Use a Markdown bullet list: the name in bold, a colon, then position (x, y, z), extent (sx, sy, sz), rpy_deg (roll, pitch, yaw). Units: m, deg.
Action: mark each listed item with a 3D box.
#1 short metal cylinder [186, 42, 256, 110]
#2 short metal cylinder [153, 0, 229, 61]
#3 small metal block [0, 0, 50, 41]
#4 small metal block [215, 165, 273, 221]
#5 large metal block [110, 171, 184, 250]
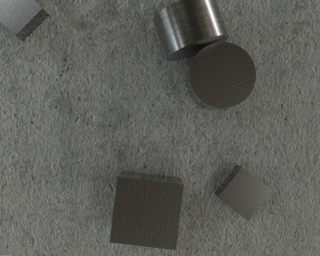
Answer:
- **short metal cylinder**: position (0.076, -0.064, 0.398), extent (0.081, 0.050, 0.080), rpy_deg (0, 90, 0)
- **short metal cylinder**: position (0.038, -0.121, 0.383), extent (0.080, 0.080, 0.050), rpy_deg (-19, 90, 0)
- **small metal block**: position (-0.186, -0.153, 0.408), extent (0.050, 0.025, 0.050), rpy_deg (45, 90, 0)
- **small metal block**: position (0.110, 0.085, 0.411), extent (0.050, 0.025, 0.050), rpy_deg (38, 90, 0)
- **large metal block**: position (-0.016, 0.103, 0.397), extent (0.080, 0.050, 0.080), rpy_deg (7, 90, 0)
